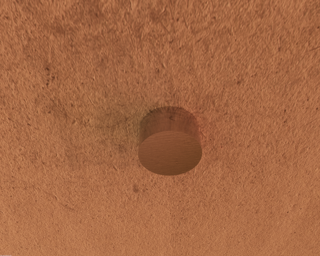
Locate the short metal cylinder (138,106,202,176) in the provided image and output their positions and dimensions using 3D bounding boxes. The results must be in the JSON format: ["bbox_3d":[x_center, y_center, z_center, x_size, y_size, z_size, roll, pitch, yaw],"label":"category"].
[{"bbox_3d":[0.013,0.017,0.407,0.081,0.050,0.079,0,130,0],"label":"short metal cylinder"}]
